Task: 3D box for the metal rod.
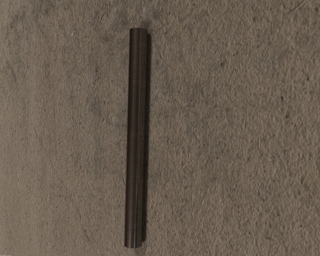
[{"bbox_3d":[-0.033,0.014,0.430,0.025,0.025,0.298,3,92,39],"label":"metal rod"}]
